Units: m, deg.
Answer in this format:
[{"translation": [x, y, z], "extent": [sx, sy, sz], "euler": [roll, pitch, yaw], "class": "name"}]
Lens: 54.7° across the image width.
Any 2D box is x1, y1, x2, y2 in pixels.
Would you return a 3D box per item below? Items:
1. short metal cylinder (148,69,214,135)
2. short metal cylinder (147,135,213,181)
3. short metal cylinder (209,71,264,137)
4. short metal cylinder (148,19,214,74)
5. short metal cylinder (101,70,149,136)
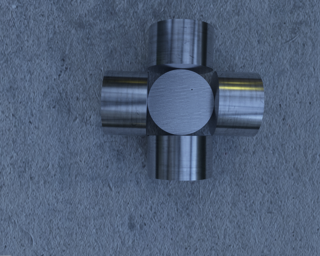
[{"translation": [0.025, -0.031, 0.399], "extent": [0.081, 0.050, 0.079], "euler": [0, 90, -1], "class": "short metal cylinder"}, {"translation": [0.025, 0.034, 0.384], "extent": [0.081, 0.080, 0.050], "euler": [0, 90, -1], "class": "short metal cylinder"}, {"translation": [0.091, -0.030, 0.385], "extent": [0.050, 0.080, 0.079], "euler": [2, 90, 0], "class": "short metal cylinder"}, {"translation": [0.026, -0.097, 0.383], "extent": [0.081, 0.080, 0.050], "euler": [2, 91, -1], "class": "short metal cylinder"}, {"translation": [-0.040, -0.030, 0.383], "extent": [0.050, 0.080, 0.079], "euler": [2, 90, 0], "class": "short metal cylinder"}]
